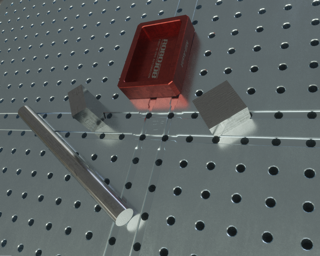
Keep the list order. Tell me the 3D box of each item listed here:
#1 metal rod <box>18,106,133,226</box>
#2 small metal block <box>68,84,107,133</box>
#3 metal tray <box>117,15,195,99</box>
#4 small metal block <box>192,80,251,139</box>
[{"bbox_3d":[-0.140,0.038,0.455,0.300,0.025,0.025,34,81,38],"label":"metal rod"},{"bbox_3d":[-0.109,-0.029,0.465,0.025,0.050,0.050,-30,52,9],"label":"small metal block"},{"bbox_3d":[-0.004,-0.108,0.471,0.090,0.030,0.130,0,61,27],"label":"metal tray"},{"bbox_3d":[0.075,-0.023,0.382,0.050,0.025,0.050,-31,52,7],"label":"small metal block"}]
